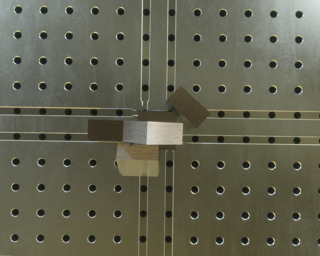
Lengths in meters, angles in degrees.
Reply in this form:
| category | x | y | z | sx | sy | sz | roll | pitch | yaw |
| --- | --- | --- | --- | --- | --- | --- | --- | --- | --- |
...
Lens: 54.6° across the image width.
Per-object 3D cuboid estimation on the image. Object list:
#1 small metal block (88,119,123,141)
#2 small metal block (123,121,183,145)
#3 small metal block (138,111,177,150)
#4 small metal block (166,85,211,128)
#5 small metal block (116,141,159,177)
| category | x | y | z | sx | sy | sz | roll | pitch | yaw |
| --- | --- | --- | --- | --- | --- | --- | --- | --- | --- |
| small metal block | -0.062 | 0.002 | 0.400 | 0.050 | 0.050 | 0.025 | 2 | 91 | 1 |
| small metal block | -0.009 | 0.005 | 0.366 | 0.050 | 0.050 | 0.025 | 2 | 91 | -37 |
| small metal block | -0.004 | 0.003 | 0.413 | 0.050 | 0.025 | 0.050 | 2 | 90 | -1 |
| small metal block | 0.035 | -0.026 | 0.401 | 0.050 | 0.050 | 0.025 | 43 | 90 | 0 |
| small metal block | -0.027 | 0.041 | 0.398 | 0.050 | 0.050 | 0.025 | 1 | 59 | 0 |
